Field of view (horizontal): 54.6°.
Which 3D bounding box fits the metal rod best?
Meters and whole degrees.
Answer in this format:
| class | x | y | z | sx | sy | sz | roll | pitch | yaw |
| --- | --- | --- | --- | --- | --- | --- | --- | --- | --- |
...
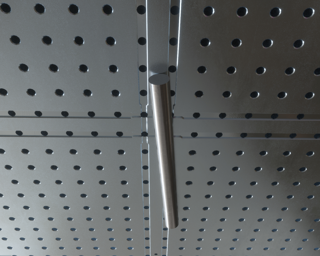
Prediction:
| class | x | y | z | sx | sy | sz | roll | pitch | yaw |
| --- | --- | --- | --- | --- | --- | --- | --- | --- | --- |
| metal rod | 0.010 | 0.056 | 0.459 | 0.025 | 0.025 | 0.298 | -3 | 130 | 3 |
